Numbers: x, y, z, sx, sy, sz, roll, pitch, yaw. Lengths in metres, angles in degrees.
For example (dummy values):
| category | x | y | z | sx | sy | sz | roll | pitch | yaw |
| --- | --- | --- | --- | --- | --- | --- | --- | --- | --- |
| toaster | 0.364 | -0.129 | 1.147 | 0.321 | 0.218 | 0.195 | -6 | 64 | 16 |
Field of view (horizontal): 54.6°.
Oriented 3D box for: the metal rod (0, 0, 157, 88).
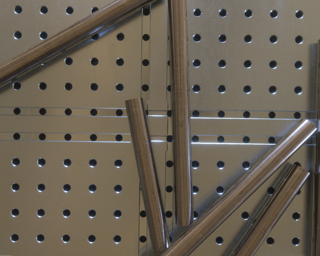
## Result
| category | x | y | z | sx | sy | sz | roll | pitch | yaw |
| --- | --- | --- | --- | --- | --- | --- | --- | --- | --- |
| metal rod | -0.130 | -0.115 | 0.412 | 0.301 | 0.025 | 0.025 | -29 | 90 | 0 |

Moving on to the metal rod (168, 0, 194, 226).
| category | x | y | z | sx | sy | sz | roll | pitch | yaw |
| --- | --- | --- | --- | --- | --- | --- | --- | --- | --- |
| metal rod | 0.028 | -0.022 | 0.413 | 0.025 | 0.025 | 0.298 | -2 | 90 | 0 |

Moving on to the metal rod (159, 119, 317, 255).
| category | x | y | z | sx | sy | sz | roll | pitch | yaw |
| --- | --- | --- | --- | --- | --- | --- | --- | --- | --- |
| metal rod | 0.088 | 0.097 | 0.399 | 0.300 | 0.025 | 0.025 | -42 | 90 | -6 |

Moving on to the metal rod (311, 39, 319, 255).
| category | x | y | z | sx | sy | sz | roll | pitch | yaw |
| --- | --- | --- | --- | --- | --- | --- | --- | --- | --- |
| metal rod | 0.220 | 0.031 | 0.414 | 0.025 | 0.025 | 0.298 | 2 | 90 | 0 |

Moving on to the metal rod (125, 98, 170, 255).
| category | x | y | z | sx | sy | sz | roll | pitch | yaw |
| --- | --- | --- | --- | --- | --- | --- | --- | --- | --- |
| metal rod | -0.007 | 0.109 | 0.413 | 0.025 | 0.025 | 0.299 | -11 | 90 | 0 |

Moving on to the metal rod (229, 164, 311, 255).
| category | x | y | z | sx | sy | sz | roll | pitch | yaw |
| --- | --- | --- | --- | --- | --- | --- | --- | --- | --- |
| metal rod | 0.104 | 0.178 | 0.414 | 0.025 | 0.025 | 0.299 | 35 | 90 | 0 |
